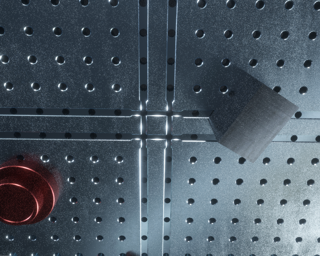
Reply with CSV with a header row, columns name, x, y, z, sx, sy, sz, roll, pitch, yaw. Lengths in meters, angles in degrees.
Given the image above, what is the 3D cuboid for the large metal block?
name,x,y,z,sx,sy,sz,roll,pitch,yaw
large metal block,0.108,-0.017,0.379,0.050,0.080,0.080,31,107,-11

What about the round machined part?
name,x,y,z,sx,sy,sz,roll,pitch,yaw
round machined part,-0.200,0.098,0.438,0.099,0.042,0.097,0,110,0
